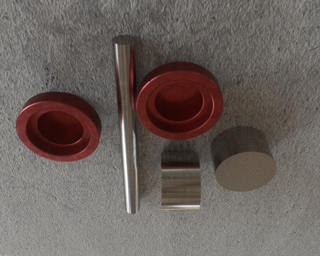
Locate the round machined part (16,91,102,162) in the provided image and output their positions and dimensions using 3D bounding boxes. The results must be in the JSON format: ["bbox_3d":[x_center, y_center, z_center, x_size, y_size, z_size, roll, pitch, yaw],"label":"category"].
[{"bbox_3d":[-0.123,-0.006,0.389,0.099,0.042,0.097,-1,130,0],"label":"round machined part"}]

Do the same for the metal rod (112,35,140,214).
[{"bbox_3d":[-0.042,0.020,0.423,0.025,0.025,0.298,1,130,-1],"label":"metal rod"}]

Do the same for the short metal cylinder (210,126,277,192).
[{"bbox_3d":[0.114,0.044,0.430,0.081,0.050,0.079,0,130,0],"label":"short metal cylinder"}]

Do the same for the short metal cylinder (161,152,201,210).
[{"bbox_3d":[0.027,0.073,0.434,0.050,0.080,0.079,-1,130,0],"label":"short metal cylinder"}]

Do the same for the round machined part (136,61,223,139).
[{"bbox_3d":[0.022,-0.036,0.366,0.099,0.042,0.097,-1,130,0],"label":"round machined part"}]
